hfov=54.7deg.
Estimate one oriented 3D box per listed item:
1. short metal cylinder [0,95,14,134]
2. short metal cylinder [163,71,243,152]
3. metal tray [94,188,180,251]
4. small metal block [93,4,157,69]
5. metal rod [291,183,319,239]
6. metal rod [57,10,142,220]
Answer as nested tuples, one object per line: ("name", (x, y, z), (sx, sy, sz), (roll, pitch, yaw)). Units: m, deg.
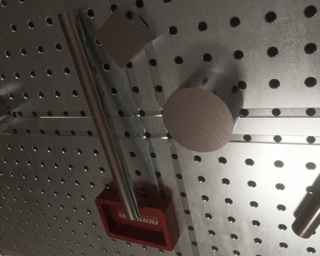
("short metal cylinder", (-0.305, -0.021, 0.539), (0.080, 0.050, 0.079), (13, 124, 20))
("short metal cylinder", (0.050, -0.019, 0.356), (0.080, 0.050, 0.079), (13, 124, 20))
("metal tray", (-0.039, 0.152, 0.520), (0.130, 0.030, 0.089), (2, 120, 26))
("small metal block", (-0.042, -0.107, 0.365), (0.050, 0.025, 0.050), (-35, 99, 38))
("metal rod", (0.206, 0.012, 0.310), (0.025, 0.025, 0.298), (22, 127, 14))
("metal rod", (-0.077, -0.005, 0.426), (0.025, 0.025, 0.298), (-5, 110, 30))
